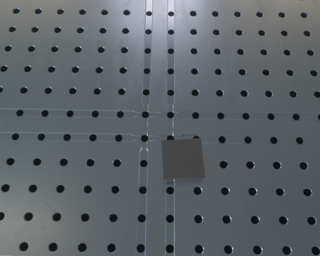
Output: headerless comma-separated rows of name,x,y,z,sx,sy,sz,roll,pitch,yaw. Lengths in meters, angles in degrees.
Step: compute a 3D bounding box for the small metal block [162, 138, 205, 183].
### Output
small metal block,0.029,0.042,0.397,0.050,0.025,0.050,-3,70,-1
